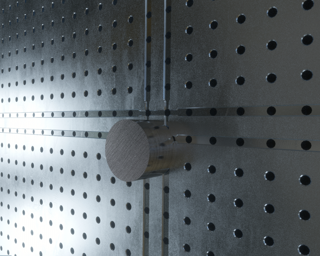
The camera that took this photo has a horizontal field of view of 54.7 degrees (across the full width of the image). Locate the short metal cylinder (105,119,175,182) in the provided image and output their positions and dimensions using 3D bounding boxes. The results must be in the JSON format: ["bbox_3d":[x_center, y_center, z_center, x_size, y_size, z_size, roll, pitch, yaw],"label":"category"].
[{"bbox_3d":[-0.027,0.029,0.414,0.080,0.050,0.079,0,90,39],"label":"short metal cylinder"}]
